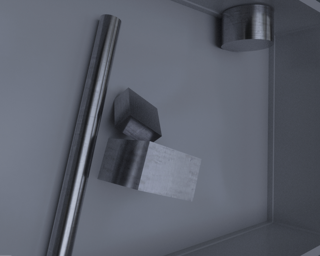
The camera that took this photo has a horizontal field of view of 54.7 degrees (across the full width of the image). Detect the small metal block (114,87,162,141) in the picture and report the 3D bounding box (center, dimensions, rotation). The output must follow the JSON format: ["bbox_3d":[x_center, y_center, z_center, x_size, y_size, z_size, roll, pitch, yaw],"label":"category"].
[{"bbox_3d":[-0.027,-0.013,0.369,0.050,0.025,0.050,35,30,-35],"label":"small metal block"}]

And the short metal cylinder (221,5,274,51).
[{"bbox_3d":[0.138,-0.155,0.489,0.081,0.080,0.050,-1,91,-40],"label":"short metal cylinder"}]

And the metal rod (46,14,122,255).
[{"bbox_3d":[-0.084,0.020,0.337,0.025,0.025,0.299,17,79,-39],"label":"metal rod"}]

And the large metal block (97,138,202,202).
[{"bbox_3d":[-0.012,0.048,0.362,0.080,0.080,0.050,22,77,-38],"label":"large metal block"}]
